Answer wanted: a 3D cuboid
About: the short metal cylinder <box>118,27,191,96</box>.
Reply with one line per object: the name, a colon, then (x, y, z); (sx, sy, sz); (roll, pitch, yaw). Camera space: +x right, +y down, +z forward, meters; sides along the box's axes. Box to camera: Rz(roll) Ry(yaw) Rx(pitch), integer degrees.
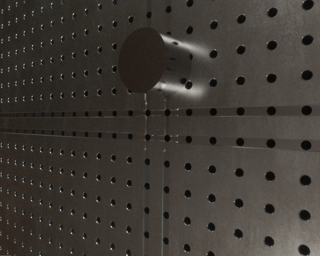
short metal cylinder: (-0.007, -0.083, 0.397); (0.080, 0.050, 0.079); (0, 90, 39)
